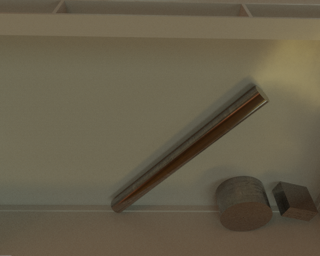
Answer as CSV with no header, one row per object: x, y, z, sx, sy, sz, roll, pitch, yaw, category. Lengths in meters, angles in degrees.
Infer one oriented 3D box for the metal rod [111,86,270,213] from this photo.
0.026,0.045,0.447,0.025,0.025,0.299,33,122,-25,metal rod

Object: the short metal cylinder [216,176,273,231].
0.134,0.123,0.499,0.081,0.050,0.079,0,130,0,short metal cylinder

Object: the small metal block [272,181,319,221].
0.215,0.117,0.496,0.050,0.050,0.025,13,129,-12,small metal block
